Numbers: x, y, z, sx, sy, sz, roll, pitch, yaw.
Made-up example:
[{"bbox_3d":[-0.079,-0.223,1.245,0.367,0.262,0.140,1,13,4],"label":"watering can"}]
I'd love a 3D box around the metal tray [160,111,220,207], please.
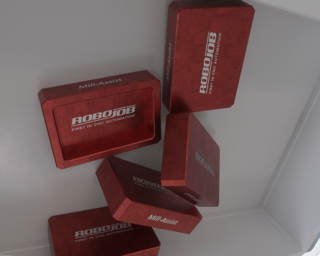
[{"bbox_3d":[0.045,0.045,0.401,0.030,0.090,0.130,-6,154,25],"label":"metal tray"}]

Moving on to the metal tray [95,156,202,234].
[{"bbox_3d":[-0.014,0.090,0.413,0.131,0.090,0.030,25,107,-37],"label":"metal tray"}]

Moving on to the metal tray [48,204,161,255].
[{"bbox_3d":[-0.076,0.150,0.417,0.131,0.090,0.030,-4,120,-27],"label":"metal tray"}]

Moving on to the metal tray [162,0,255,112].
[{"bbox_3d":[0.053,-0.082,0.370,0.091,0.030,0.129,-8,128,-16],"label":"metal tray"}]

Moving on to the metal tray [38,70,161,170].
[{"bbox_3d":[-0.064,-0.011,0.363,0.131,0.030,0.089,-15,125,-20],"label":"metal tray"}]
